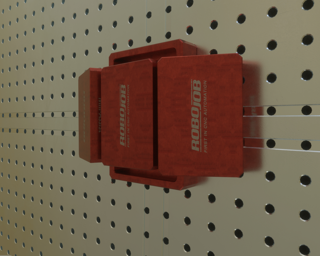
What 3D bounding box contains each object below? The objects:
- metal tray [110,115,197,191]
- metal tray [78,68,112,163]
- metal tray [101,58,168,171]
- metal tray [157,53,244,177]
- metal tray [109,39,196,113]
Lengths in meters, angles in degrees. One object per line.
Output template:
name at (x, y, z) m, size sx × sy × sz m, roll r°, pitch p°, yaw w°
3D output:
metal tray at (-0.013, 0.029, 0.415) m, size 0.130 × 0.030 × 0.089 m, roll 1°, pitch 91°, yaw 39°
metal tray at (-0.098, -0.017, 0.461) m, size 0.090 × 0.030 × 0.129 m, roll 180°, pitch 90°, yaw -65°
metal tray at (-0.034, -0.016, 0.392) m, size 0.090 × 0.030 × 0.129 m, roll 0°, pitch 90°, yaw 39°
metal tray at (0.045, -0.013, 0.343) m, size 0.090 × 0.030 × 0.129 m, roll -1°, pitch 90°, yaw 12°
metal tray at (-0.014, -0.062, 0.415) m, size 0.130 × 0.030 × 0.089 m, roll 1°, pitch 91°, yaw 39°
